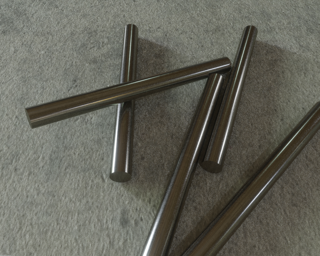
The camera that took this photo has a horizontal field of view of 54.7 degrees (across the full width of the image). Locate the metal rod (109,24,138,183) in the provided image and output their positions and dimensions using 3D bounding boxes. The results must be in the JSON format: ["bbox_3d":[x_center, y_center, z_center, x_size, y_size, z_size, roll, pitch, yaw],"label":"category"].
[{"bbox_3d":[-0.048,-0.058,0.451,0.025,0.025,0.300,-1,50,-1],"label":"metal rod"}]

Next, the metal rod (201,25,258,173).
[{"bbox_3d":[0.111,-0.062,0.456,0.025,0.025,0.301,15,51,12],"label":"metal rod"}]

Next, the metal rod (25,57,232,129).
[{"bbox_3d":[-0.023,-0.056,0.420,0.302,0.025,0.025,-19,52,-27],"label":"metal rod"}]

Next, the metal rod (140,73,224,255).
[{"bbox_3d":[0.034,0.036,0.372,0.025,0.025,0.301,15,51,12],"label":"metal rod"}]

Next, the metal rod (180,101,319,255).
[{"bbox_3d":[0.122,0.056,0.357,0.025,0.025,0.302,37,58,26],"label":"metal rod"}]
